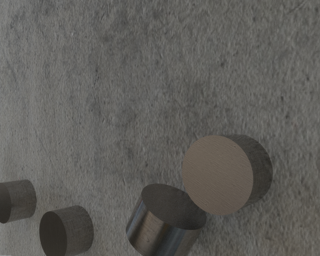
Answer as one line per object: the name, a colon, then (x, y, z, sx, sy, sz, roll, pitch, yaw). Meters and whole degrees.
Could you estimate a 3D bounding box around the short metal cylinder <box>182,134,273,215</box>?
short metal cylinder: (0.071, 0.047, 0.329, 0.080, 0.050, 0.079, 0, 90, 39)

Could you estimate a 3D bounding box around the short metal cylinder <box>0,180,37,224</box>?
short metal cylinder: (-0.295, 0.147, 0.628, 0.080, 0.050, 0.079, 0, 90, 39)

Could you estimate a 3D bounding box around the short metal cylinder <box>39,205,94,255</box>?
short metal cylinder: (-0.156, 0.173, 0.514, 0.080, 0.050, 0.079, 0, 90, 39)

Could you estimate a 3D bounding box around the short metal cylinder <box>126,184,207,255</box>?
short metal cylinder: (0.007, 0.109, 0.362, 0.080, 0.081, 0.050, 36, 112, 34)
